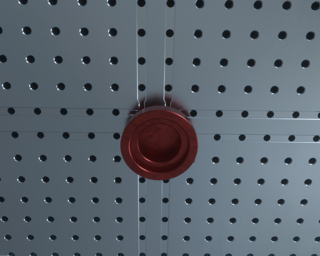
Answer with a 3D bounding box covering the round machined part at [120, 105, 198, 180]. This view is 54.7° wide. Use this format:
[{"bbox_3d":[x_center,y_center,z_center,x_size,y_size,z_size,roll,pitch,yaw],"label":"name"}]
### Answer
[{"bbox_3d":[-0.001,0.016,0.410,0.099,0.042,0.097,0,110,-1],"label":"round machined part"}]
